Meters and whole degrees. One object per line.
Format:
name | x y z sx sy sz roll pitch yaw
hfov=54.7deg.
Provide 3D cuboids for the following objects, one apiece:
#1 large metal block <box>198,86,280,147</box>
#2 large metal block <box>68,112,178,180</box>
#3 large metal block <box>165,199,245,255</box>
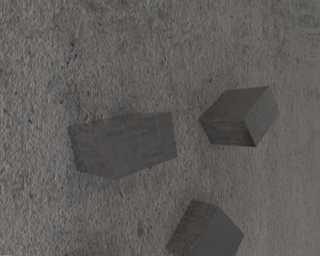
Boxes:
large metal block | 0.120 -0.018 0.469 0.080 0.080 0.050 -44 117 -31
large metal block | -0.040 0.015 0.335 0.081 0.080 0.050 -15 100 -39
large metal block | 0.066 0.162 0.444 0.080 0.050 0.080 49 61 -29
